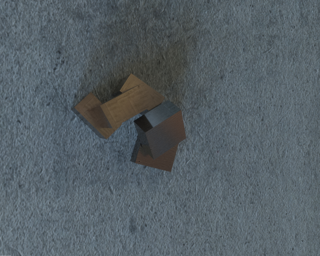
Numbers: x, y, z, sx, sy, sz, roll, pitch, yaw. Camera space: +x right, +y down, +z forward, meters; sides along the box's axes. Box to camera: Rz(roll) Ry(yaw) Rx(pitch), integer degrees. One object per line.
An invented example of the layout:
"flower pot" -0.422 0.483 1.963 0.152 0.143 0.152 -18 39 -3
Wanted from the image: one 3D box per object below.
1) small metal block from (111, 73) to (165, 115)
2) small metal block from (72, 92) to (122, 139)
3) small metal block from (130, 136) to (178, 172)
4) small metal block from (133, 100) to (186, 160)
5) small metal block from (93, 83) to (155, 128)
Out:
"small metal block" -0.029 -0.040 0.387 0.050 0.050 0.025 34 79 -17
"small metal block" -0.077 -0.014 0.369 0.025 0.050 0.050 -47 105 -14
"small metal block" -0.006 0.027 0.409 0.050 0.025 0.050 17 84 -20
"small metal block" 0.001 0.002 0.372 0.050 0.025 0.050 -33 138 -17
"small metal block" -0.040 -0.023 0.330 0.050 0.050 0.025 -31 101 -18
